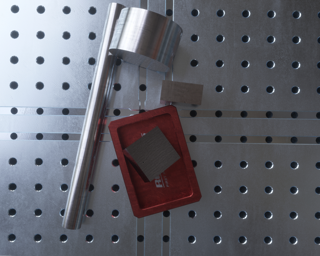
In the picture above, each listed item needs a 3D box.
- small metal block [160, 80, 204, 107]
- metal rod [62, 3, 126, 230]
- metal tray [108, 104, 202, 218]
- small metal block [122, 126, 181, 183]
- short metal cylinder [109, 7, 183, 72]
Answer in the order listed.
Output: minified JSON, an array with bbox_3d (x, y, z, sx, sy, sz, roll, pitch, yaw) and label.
[{"bbox_3d":[0.026,-0.043,0.401,0.050,0.050,0.025,7,90,-1],"label":"small metal block"},{"bbox_3d":[-0.087,-0.015,0.412,0.025,0.025,0.298,12,90,-1],"label":"metal rod"},{"bbox_3d":[-0.006,0.043,0.410,0.091,0.030,0.129,-16,90,-1],"label":"metal tray"},{"bbox_3d":[-0.011,0.033,0.392,0.050,0.025,0.050,-36,91,-22],"label":"small metal block"},{"bbox_3d":[-0.017,-0.107,0.386,0.080,0.080,0.050,17,90,-1],"label":"short metal cylinder"}]
